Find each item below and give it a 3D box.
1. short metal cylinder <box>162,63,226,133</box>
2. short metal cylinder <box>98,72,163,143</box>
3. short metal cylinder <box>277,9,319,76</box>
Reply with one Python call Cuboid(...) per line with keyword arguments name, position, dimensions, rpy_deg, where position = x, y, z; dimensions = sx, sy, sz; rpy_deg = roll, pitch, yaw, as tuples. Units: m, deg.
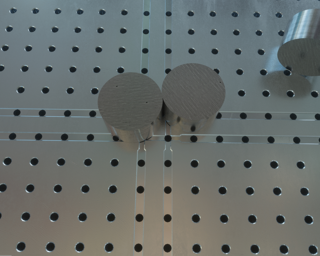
Cuboid(name="short metal cylinder", position=(0.042, -0.039, 0.413), dimensions=(0.081, 0.050, 0.080), rpy_deg=(0, 70, -1))
Cuboid(name="short metal cylinder", position=(-0.037, -0.026, 0.407), dimensions=(0.081, 0.050, 0.080), rpy_deg=(0, 70, 0))
Cuboid(name="short metal cylinder", position=(0.210, -0.116, 0.428), dimensions=(0.080, 0.080, 0.050), rpy_deg=(22, 72, 7))
